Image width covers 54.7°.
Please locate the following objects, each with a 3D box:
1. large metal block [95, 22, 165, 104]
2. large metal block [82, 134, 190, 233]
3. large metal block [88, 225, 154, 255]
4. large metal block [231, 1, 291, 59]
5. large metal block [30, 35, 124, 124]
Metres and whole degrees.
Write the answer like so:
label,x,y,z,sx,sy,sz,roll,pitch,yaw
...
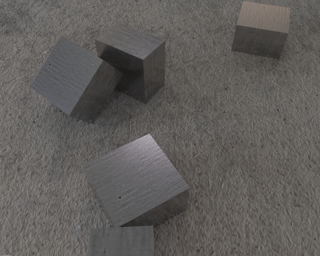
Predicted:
label,x,y,z,sx,sy,sz,roll,pitch,yaw
large metal block,-0.040,-0.093,0.445,0.080,0.080,0.050,27,55,21
large metal block,-0.026,0.064,0.333,0.081,0.050,0.080,-25,54,-19
large metal block,-0.029,0.135,0.253,0.050,0.080,0.080,-2,50,-2
large metal block,0.172,-0.169,0.530,0.080,0.050,0.080,13,51,11
large metal block,-0.111,-0.064,0.416,0.080,0.050,0.080,33,93,25
